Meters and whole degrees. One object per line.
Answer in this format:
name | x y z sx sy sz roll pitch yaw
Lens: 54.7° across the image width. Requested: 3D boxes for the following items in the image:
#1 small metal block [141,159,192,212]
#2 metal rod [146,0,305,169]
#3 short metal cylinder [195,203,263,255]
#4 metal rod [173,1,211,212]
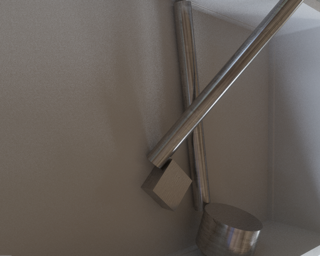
small metal block | 0.010 0.076 0.417 0.050 0.025 0.050 50 61 -29
metal rod | 0.089 -0.069 0.406 0.300 0.025 0.025 -49 123 -1
short metal cylinder | 0.095 0.145 0.428 0.081 0.080 0.050 7 101 -40
metal rod | 0.048 -0.027 0.448 0.025 0.025 0.298 -11 97 -40
